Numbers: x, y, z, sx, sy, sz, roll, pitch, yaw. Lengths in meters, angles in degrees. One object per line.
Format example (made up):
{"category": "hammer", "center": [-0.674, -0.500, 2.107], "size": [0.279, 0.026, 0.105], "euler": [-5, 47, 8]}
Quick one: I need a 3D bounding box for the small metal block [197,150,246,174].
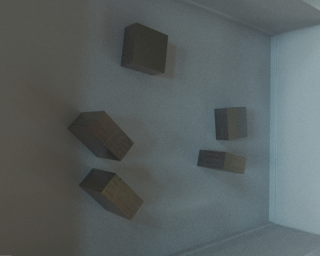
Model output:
{"category": "small metal block", "center": [0.093, 0.051, 0.468], "size": [0.050, 0.050, 0.025], "euler": [17, 79, -39]}

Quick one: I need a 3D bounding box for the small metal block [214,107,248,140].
{"category": "small metal block", "center": [0.116, -0.008, 0.503], "size": [0.050, 0.025, 0.050], "euler": [-7, 95, -40]}

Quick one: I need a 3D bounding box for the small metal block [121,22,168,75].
{"category": "small metal block", "center": [-0.019, -0.098, 0.390], "size": [0.050, 0.025, 0.050], "euler": [9, 84, -40]}

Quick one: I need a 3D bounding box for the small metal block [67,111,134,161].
{"category": "small metal block", "center": [-0.065, 0.008, 0.336], "size": [0.050, 0.050, 0.025], "euler": [50, 60, -28]}

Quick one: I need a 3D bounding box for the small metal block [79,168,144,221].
{"category": "small metal block", "center": [-0.054, 0.073, 0.345], "size": [0.050, 0.050, 0.025], "euler": [52, 60, -28]}
